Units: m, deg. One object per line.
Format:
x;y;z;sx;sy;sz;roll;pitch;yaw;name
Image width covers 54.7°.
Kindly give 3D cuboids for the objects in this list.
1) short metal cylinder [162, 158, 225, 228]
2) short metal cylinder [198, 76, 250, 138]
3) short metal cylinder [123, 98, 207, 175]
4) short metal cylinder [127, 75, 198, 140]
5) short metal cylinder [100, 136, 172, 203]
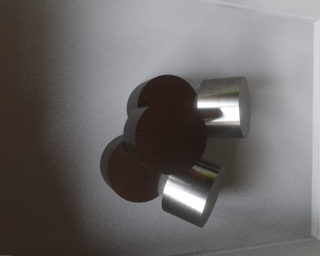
0.043;0.077;0.390;0.050;0.080;0.080;19;82;22;short metal cylinder
0.086;-0.026;0.407;0.080;0.050;0.079;-2;90;-64;short metal cylinder
0.005;0.009;0.344;0.081;0.050;0.079;0;90;-21;short metal cylinder
0.003;-0.025;0.397;0.081;0.050;0.079;0;90;-21;short metal cylinder
-0.030;0.048;0.386;0.081;0.050;0.079;0;90;-21;short metal cylinder
